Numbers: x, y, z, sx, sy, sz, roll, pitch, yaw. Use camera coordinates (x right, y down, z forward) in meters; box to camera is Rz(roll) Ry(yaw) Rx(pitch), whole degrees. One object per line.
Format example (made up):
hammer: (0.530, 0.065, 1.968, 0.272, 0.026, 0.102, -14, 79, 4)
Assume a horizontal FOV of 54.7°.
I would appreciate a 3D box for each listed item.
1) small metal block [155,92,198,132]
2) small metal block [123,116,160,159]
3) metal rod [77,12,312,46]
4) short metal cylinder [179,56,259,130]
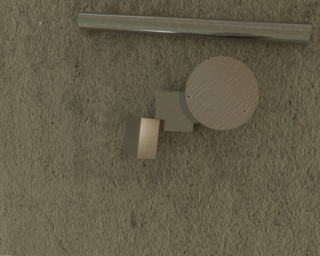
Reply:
small metal block: (0.022, -0.021, 0.401, 0.050, 0.025, 0.050, 2, 91, 19)
small metal block: (-0.025, 0.011, 0.402, 0.050, 0.025, 0.050, 11, 95, 63)
metal rod: (0.029, -0.130, 0.398, 0.301, 0.025, 0.025, 10, 93, 19)
short metal cylinder: (0.065, -0.038, 0.357, 0.081, 0.050, 0.079, 0, 91, -5)
